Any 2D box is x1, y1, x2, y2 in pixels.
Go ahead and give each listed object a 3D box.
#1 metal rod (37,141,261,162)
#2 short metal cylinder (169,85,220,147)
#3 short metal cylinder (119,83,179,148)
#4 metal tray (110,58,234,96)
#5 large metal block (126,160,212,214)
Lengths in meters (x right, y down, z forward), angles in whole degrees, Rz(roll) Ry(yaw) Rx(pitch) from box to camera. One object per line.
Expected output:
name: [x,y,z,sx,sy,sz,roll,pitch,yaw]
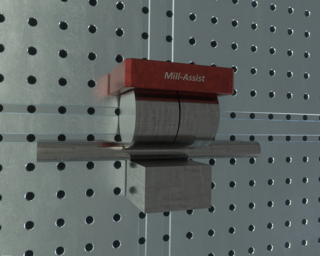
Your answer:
metal rod: [0.000,0.029,0.409,0.303,0.025,0.025,1,90,-20]
short metal cylinder: [0.033,-0.016,0.393,0.050,0.080,0.079,2,90,-20]
short metal cylinder: [-0.016,-0.016,0.375,0.050,0.080,0.079,1,90,-20]
metal tray: [0.012,-0.056,0.378,0.131,0.090,0.030,1,90,-20]
large metal block: [0.008,0.067,0.382,0.081,0.080,0.050,1,90,-20]
